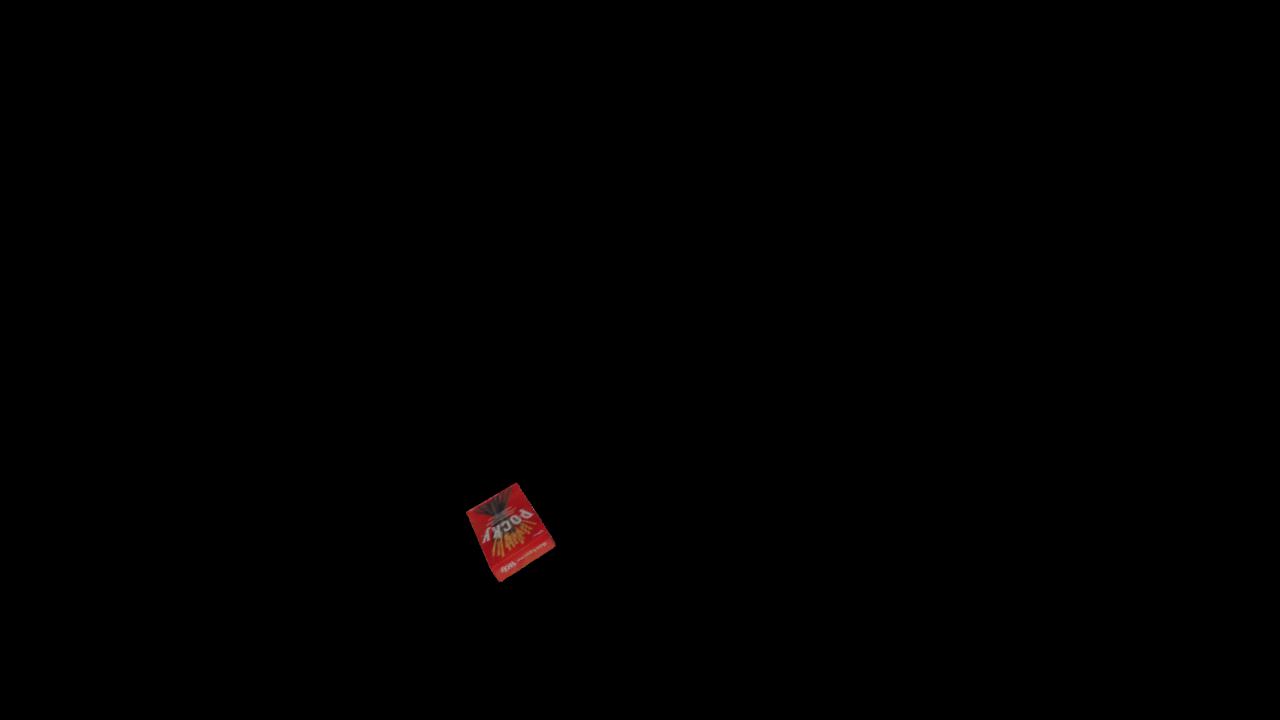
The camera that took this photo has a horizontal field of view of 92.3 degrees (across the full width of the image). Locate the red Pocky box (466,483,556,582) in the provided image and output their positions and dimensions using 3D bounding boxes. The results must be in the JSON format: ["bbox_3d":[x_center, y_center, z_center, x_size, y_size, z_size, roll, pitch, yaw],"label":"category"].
[{"bbox_3d":[-0.175,0.223,0.817,0.083,0.028,0.155,-29,25,-17],"label":"red Pocky box"}]
